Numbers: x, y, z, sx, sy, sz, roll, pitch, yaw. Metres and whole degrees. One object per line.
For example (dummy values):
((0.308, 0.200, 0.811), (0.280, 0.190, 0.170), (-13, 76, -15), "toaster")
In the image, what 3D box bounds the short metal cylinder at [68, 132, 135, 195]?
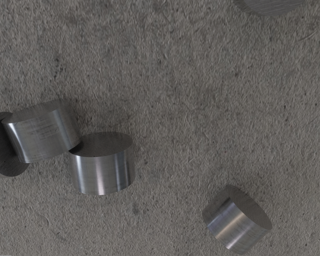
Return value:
((-0.073, 0.042, 0.395), (0.080, 0.080, 0.050), (-2, 110, 1), "short metal cylinder")

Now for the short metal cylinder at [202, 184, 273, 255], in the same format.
((0.106, 0.124, 0.427), (0.080, 0.080, 0.050), (35, 106, -12), "short metal cylinder")

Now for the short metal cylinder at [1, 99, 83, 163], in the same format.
((-0.142, 0.001, 0.380), (0.080, 0.080, 0.050), (-13, 110, 5), "short metal cylinder")

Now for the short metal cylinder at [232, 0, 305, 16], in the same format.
((0.119, -0.164, 0.337), (0.081, 0.050, 0.079), (0, 110, 0), "short metal cylinder")

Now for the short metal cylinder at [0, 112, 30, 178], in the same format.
((-0.206, 0.023, 0.383), (0.050, 0.080, 0.080), (-9, 110, 15), "short metal cylinder")
